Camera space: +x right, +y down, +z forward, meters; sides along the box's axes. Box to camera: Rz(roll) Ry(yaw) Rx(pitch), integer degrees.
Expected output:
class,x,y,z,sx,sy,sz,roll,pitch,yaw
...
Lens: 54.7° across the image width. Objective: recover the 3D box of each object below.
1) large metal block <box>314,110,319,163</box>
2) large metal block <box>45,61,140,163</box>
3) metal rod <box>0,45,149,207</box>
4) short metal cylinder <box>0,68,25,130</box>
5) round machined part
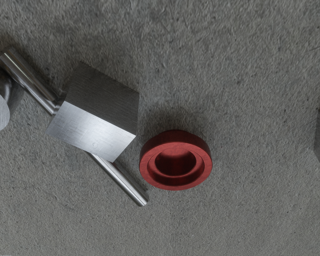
class,x,y,z,sx,sy,sz,roll,pitch,yaw
large metal block,0.256,0.014,0.407,0.080,0.050,0.080,-11,130,8
large metal block,-0.073,-0.019,0.354,0.080,0.080,0.050,28,125,-22
metal rod,-0.099,0.018,0.420,0.025,0.025,0.300,-22,127,17
short metal cylinder,-0.205,-0.039,0.354,0.081,0.050,0.079,0,130,0
round machined part,0.021,0.040,0.431,0.099,0.042,0.097,-1,130,0
